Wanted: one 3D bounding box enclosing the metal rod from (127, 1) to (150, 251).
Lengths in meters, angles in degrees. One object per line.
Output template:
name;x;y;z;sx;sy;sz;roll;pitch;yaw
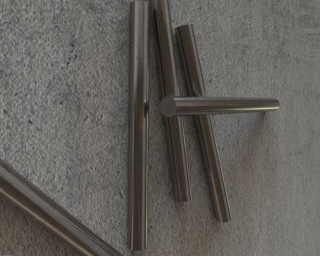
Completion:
metal rod;-0.026;-0.003;0.382;0.025;0.025;0.298;1;90;-40

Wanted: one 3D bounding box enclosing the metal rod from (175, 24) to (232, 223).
metal rod;0.067;0.001;0.460;0.025;0.025;0.298;-22;104;-38

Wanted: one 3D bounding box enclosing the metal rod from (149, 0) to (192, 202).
metal rod;0.014;-0.049;0.415;0.025;0.025;0.298;-12;98;-39

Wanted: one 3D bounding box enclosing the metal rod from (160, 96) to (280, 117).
metal rod;0.111;-0.034;0.472;0.302;0.025;0.025;-5;94;-47

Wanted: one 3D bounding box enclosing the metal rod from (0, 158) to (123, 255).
metal rod;-0.114;0.083;0.309;0.300;0.025;0.025;51;60;-28
